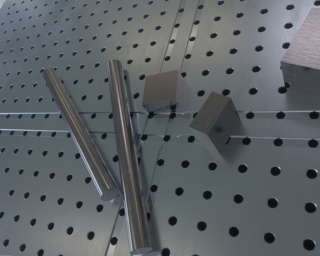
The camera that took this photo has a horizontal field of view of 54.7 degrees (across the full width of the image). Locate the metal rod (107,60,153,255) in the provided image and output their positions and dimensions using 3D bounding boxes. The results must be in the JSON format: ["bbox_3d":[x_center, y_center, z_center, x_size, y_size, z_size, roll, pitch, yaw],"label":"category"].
[{"bbox_3d":[-0.048,0.015,0.423,0.025,0.025,0.299,-23,53,14],"label":"metal rod"}]

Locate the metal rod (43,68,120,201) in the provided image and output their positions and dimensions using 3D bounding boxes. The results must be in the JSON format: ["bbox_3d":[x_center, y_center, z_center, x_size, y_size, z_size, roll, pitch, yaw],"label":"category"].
[{"bbox_3d":[-0.134,-0.008,0.483,0.025,0.025,0.300,-39,51,2],"label":"metal rod"}]

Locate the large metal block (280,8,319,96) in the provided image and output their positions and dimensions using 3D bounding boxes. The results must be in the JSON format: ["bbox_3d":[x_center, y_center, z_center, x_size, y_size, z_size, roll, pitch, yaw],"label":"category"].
[{"bbox_3d":[0.192,-0.080,0.341,0.080,0.050,0.080,24,74,36],"label":"large metal block"}]

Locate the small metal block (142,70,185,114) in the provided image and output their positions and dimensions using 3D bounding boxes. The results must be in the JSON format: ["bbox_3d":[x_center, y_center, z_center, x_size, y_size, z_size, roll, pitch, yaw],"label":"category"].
[{"bbox_3d":[0.005,-0.050,0.436,0.050,0.025,0.050,-8,58,24],"label":"small metal block"}]

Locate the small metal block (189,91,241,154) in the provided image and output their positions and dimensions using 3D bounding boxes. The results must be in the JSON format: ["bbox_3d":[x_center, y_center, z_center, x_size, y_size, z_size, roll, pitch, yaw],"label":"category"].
[{"bbox_3d":[0.065,-0.006,0.362,0.025,0.050,0.050,26,76,37],"label":"small metal block"}]
